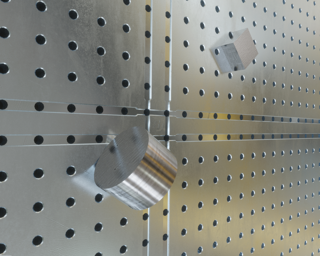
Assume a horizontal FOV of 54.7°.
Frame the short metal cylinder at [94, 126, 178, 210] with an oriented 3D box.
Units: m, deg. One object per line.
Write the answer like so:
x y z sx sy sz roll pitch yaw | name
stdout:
-0.028 0.045 0.350 0.050 0.080 0.080 44 64 -32 | short metal cylinder

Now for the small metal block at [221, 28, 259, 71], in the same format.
0.135 -0.132 0.522 0.050 0.025 0.050 -47 118 -30 | small metal block
